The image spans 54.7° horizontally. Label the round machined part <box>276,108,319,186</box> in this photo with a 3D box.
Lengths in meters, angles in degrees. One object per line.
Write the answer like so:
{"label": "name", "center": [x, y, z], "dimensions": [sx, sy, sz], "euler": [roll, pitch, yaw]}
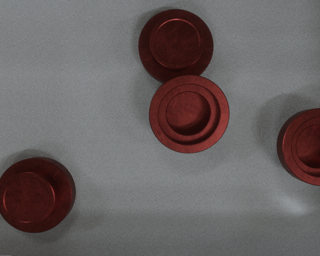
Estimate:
{"label": "round machined part", "center": [0.201, 0.024, 0.406], "dimensions": [0.099, 0.042, 0.097], "euler": [0, 90, -1]}

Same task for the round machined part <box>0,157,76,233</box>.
{"label": "round machined part", "center": [-0.164, 0.088, 0.401], "dimensions": [0.099, 0.042, 0.097], "euler": [0, 90, -1]}

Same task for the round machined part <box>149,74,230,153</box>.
{"label": "round machined part", "center": [0.036, -0.020, 0.397], "dimensions": [0.099, 0.042, 0.097], "euler": [0, 102, -1]}

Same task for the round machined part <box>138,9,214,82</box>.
{"label": "round machined part", "center": [0.021, -0.107, 0.403], "dimensions": [0.099, 0.042, 0.097], "euler": [0, 90, -1]}
